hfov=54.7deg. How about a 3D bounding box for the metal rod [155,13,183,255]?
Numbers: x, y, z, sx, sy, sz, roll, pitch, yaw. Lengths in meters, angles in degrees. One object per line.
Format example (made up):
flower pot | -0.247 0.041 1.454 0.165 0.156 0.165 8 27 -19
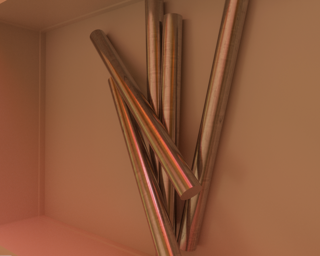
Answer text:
metal rod | 0.012 0.009 0.385 0.025 0.025 0.298 0 87 39

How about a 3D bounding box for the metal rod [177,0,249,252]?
metal rod | 0.059 -0.001 0.356 0.025 0.025 0.298 17 101 38

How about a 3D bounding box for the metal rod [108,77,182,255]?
metal rod | -0.021 0.050 0.383 0.025 0.025 0.299 -41 53 32

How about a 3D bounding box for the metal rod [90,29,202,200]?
metal rod | -0.033 -0.039 0.401 0.025 0.025 0.300 -52 51 27

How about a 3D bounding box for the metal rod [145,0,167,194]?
metal rod | -0.004 -0.020 0.407 0.025 0.025 0.298 -2 88 39
